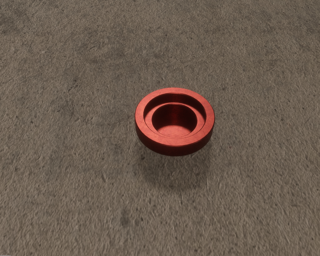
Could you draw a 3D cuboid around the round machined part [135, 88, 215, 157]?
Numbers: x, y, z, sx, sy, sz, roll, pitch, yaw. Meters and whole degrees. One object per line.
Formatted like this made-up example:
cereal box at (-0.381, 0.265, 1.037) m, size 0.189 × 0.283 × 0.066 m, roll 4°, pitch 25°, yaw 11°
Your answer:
round machined part at (0.018, -0.003, 0.395) m, size 0.099 × 0.042 × 0.098 m, roll 0°, pitch 50°, yaw 0°
